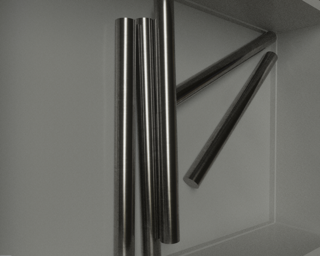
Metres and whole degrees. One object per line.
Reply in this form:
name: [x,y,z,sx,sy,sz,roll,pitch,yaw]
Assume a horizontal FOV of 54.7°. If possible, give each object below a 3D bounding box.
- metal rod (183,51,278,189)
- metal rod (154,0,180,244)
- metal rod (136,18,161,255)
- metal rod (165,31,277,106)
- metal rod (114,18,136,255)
metal rod: [0.126,-0.027,0.511,0.301,0.025,0.025,-52,121,-27]
metal rod: [0.009,-0.009,0.384,0.025,0.025,0.298,-2,91,-40]
metal rod: [-0.015,0.014,0.393,0.025,0.025,0.298,-3,92,-40]
metal rod: [0.103,-0.099,0.492,0.302,0.025,0.025,-34,112,-35]
metal rod: [-0.042,0.021,0.371,0.025,0.025,0.298,0,90,-40]
